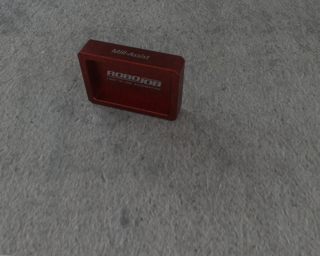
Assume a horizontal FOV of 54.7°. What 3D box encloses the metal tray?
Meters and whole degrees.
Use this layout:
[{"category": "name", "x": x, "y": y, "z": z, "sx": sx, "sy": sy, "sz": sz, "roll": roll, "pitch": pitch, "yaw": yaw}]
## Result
[{"category": "metal tray", "x": -0.036, "y": -0.062, "z": 0.412, "sx": 0.131, "sy": 0.089, "sz": 0.030, "roll": 13, "pitch": 52, "yaw": 10}]
